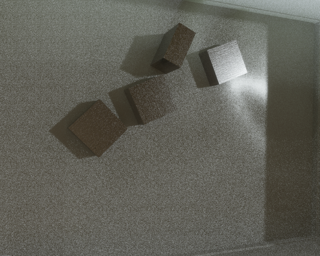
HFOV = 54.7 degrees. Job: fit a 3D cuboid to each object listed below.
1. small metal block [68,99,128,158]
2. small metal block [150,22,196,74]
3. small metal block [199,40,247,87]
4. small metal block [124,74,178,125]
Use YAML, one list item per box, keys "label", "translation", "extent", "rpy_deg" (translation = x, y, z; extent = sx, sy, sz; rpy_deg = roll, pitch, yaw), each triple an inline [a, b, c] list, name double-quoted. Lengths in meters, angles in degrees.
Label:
- label: "small metal block"
  translation: [-0.077, 0.000, 0.383]
  extent: [0.050, 0.025, 0.050]
  rpy_deg: [-46, 105, -14]
- label: "small metal block"
  translation: [0.016, -0.102, 0.404]
  extent: [0.025, 0.050, 0.050]
  rpy_deg: [26, 81, -19]
- label: "small metal block"
  translation: [0.091, -0.093, 0.445]
  extent: [0.050, 0.025, 0.050]
  rpy_deg: [-24, 98, -19]
- label: "small metal block"
  translation: [-0.012, -0.037, 0.407]
  extent: [0.050, 0.025, 0.050]
  rpy_deg: [-25, 99, -19]
